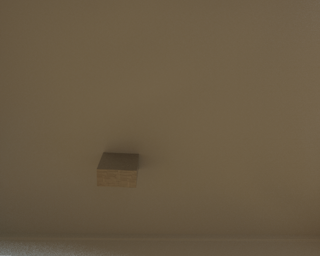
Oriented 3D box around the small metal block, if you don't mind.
[{"bbox_3d":[-0.055,0.056,0.418,0.050,0.050,0.025,3,110,-2],"label":"small metal block"}]
